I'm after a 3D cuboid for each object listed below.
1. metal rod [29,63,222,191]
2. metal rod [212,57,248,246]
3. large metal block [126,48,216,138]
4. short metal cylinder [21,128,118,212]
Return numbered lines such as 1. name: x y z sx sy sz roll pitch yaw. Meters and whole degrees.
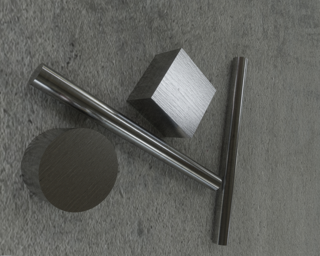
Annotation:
1. metal rod: -0.019 0.015 0.388 0.301 0.025 0.025 34 69 -35
2. metal rod: 0.114 0.033 0.499 0.025 0.025 0.298 13 82 -39
3. large metal block: 0.017 -0.043 0.402 0.080 0.050 0.080 44 64 -31
4. short metal cylinder: -0.090 0.040 0.313 0.081 0.050 0.080 0 90 -40
